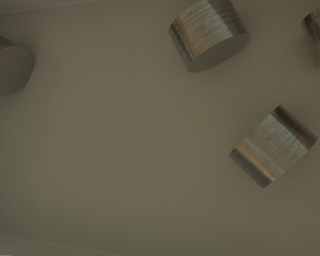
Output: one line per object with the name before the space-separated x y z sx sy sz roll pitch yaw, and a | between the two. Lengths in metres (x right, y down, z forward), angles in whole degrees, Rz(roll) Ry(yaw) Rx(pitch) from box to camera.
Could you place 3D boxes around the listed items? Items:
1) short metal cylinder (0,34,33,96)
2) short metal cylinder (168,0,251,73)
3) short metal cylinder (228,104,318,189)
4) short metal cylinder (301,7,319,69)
short metal cylinder | -0.241 -0.095 0.464 0.050 0.080 0.080 30 100 17
short metal cylinder | 0.057 -0.107 0.361 0.080 0.080 0.050 -28 81 17
short metal cylinder | 0.121 0.020 0.338 0.050 0.080 0.080 46 104 14
short metal cylinder | 0.193 -0.099 0.314 0.080 0.080 0.050 -18 84 19
